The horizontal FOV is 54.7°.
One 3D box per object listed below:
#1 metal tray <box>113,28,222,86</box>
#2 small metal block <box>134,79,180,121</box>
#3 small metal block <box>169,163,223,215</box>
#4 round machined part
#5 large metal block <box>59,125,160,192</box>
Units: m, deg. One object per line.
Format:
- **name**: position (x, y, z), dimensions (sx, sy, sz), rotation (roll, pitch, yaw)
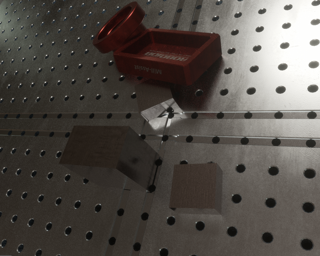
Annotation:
- **metal tray**: position (0.010, -0.106, 0.443), dimensions (0.130, 0.030, 0.090), rotation (17, 49, 34)
- **small metal block**: position (-0.005, -0.044, 0.437), dimensions (0.050, 0.025, 0.050), rotation (-23, 54, 14)
- **small metal block**: position (0.041, 0.068, 0.344), dimensions (0.050, 0.025, 0.050), rotation (-5, 59, 25)
- **round machined part**: position (-0.061, -0.158, 0.511), dimensions (0.098, 0.042, 0.098), rotation (-31, 33, 24)
- **large metal block**: position (-0.058, 0.038, 0.379), dimensions (0.080, 0.080, 0.050), rotation (1, 62, 28)
